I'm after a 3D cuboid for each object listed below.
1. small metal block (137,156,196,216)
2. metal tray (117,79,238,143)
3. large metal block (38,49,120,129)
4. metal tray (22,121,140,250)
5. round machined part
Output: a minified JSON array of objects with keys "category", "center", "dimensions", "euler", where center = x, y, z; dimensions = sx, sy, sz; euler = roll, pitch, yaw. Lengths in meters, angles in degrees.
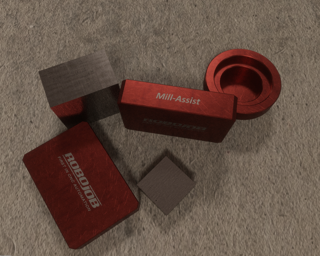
[{"category":"small metal block","center":[0.008,0.072,0.382],"dimensions":[0.050,0.025,0.050],"euler":[43,75,13]},{"category":"metal tray","center":[0.020,-0.017,0.380],"dimensions":[0.131,0.090,0.030],"euler":[9,71,3]},{"category":"large metal block","center":[-0.094,-0.045,0.394],"dimensions":[0.080,0.080,0.050],"euler":[-21,72,-8]},{"category":"metal tray","center":[-0.096,0.067,0.380],"dimensions":[0.090,0.030,0.130],"euler":[-32,73,-11]},{"category":"round machined part","center":[0.107,-0.055,0.419],"dimensions":[0.099,0.042,0.098],"euler":[1,67,-1]}]
